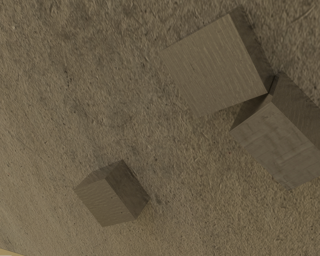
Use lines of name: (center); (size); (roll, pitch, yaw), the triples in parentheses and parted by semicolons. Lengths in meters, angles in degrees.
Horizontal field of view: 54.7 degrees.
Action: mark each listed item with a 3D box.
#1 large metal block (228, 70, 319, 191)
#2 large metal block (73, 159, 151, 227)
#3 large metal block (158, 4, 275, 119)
large metal block: (0.123, 0.000, 0.306); (0.080, 0.080, 0.050); (45, 129, -3)
large metal block: (-0.077, 0.106, 0.497); (0.080, 0.050, 0.080); (-25, 105, 36)
large metal block: (0.059, -0.066, 0.319); (0.080, 0.050, 0.080); (-21, 108, 36)
